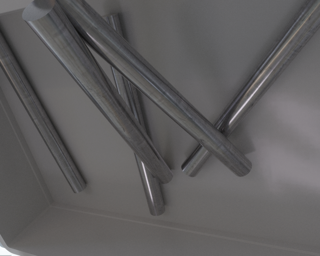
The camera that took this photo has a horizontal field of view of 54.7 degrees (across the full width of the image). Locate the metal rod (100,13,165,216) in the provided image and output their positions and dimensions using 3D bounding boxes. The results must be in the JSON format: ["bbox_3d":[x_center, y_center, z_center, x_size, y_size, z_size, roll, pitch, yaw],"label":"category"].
[{"bbox_3d":[-0.032,0.000,0.425,0.025,0.025,0.298,2,120,27],"label":"metal rod"}]

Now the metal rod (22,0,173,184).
[{"bbox_3d":[-0.037,-0.005,0.329,0.025,0.025,0.300,8,153,24],"label":"metal rod"}]

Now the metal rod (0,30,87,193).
[{"bbox_3d":[-0.196,-0.021,0.499,0.025,0.025,0.299,-10,114,32],"label":"metal rod"}]

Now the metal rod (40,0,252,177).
[{"bbox_3d":[0.004,-0.032,0.299,0.025,0.025,0.301,-22,132,36],"label":"metal rod"}]

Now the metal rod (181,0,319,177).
[{"bbox_3d":[0.100,-0.043,0.328,0.025,0.025,0.298,35,129,5],"label":"metal rod"}]
